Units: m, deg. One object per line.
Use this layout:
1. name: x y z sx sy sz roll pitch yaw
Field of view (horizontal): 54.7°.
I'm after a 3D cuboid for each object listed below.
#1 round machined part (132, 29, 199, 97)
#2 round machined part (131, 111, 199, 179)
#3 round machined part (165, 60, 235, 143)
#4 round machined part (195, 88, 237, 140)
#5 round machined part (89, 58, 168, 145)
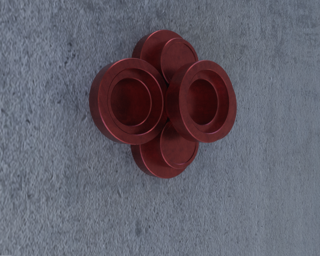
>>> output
1. round machined part: 0.014 -0.081 0.409 0.099 0.042 0.097 0 90 -40
2. round machined part: 0.013 0.018 0.408 0.099 0.042 0.097 0 90 -40
3. round machined part: 0.045 -0.031 0.380 0.099 0.042 0.097 -1 91 -40
4. round machined part: 0.065 -0.031 0.452 0.099 0.042 0.097 0 90 -40
5. round machined part: -0.039 -0.030 0.364 0.099 0.042 0.097 0 90 -40
